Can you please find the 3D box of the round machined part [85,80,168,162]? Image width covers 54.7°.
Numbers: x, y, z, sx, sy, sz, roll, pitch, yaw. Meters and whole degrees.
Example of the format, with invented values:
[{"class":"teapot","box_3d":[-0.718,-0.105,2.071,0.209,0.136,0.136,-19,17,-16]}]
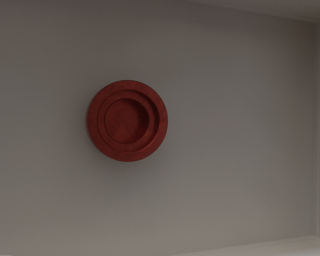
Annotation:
[{"class":"round machined part","box_3d":[-0.043,-0.009,0.386,0.099,0.042,0.097,0,90,-21]}]
